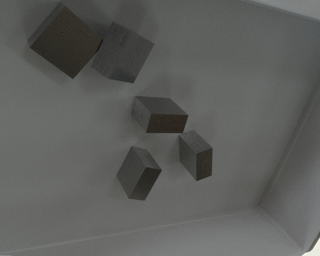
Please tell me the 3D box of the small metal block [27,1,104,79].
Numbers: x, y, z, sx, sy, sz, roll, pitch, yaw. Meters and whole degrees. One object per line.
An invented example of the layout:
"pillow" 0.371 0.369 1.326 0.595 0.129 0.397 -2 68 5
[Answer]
"small metal block" -0.092 -0.086 0.305 0.050 0.025 0.050 -48 129 5

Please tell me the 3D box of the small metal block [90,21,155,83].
"small metal block" -0.038 -0.077 0.325 0.050 0.025 0.050 -60 160 15

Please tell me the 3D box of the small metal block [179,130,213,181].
"small metal block" 0.050 0.039 0.444 0.025 0.050 0.050 -17 126 -18

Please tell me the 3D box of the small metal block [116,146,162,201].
"small metal block" -0.029 0.060 0.413 0.025 0.050 0.050 17 110 -35

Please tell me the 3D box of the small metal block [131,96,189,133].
"small metal block" -0.001 -0.017 0.381 0.050 0.050 0.025 1 118 -29
